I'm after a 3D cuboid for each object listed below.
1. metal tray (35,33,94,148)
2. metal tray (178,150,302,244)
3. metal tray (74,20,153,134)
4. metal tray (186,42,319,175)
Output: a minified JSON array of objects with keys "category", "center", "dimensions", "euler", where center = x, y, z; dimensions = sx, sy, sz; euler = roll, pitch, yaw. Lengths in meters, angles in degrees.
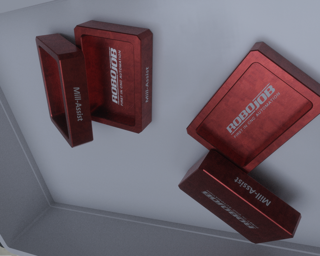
[{"category":"metal tray","center":[-0.127,-0.050,0.414],"dimensions":[0.090,0.030,0.129],"euler":[39,137,43]},{"category":"metal tray","center":[0.094,0.091,0.391],"dimensions":[0.130,0.030,0.090],"euler":[36,152,3]},{"category":"metal tray","center":[-0.057,-0.063,0.396],"dimensions":[0.090,0.030,0.129],"euler":[15,125,19]},{"category":"metal tray","center":[0.100,-0.016,0.342],"dimensions":[0.090,0.030,0.129],"euler":[38,129,2]}]
